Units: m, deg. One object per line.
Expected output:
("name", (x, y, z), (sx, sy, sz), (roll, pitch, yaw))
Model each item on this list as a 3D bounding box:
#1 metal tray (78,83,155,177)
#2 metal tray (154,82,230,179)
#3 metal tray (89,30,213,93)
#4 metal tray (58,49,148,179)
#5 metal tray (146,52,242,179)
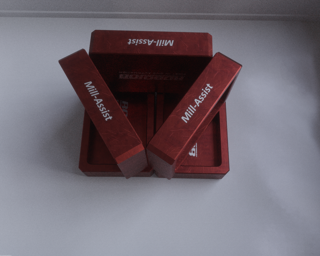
("metal tray", (-0.052, -0.003, 0.407), (0.091, 0.030, 0.130), (0, 69, 0))
("metal tray", (0.040, -0.001, 0.406), (0.091, 0.030, 0.130), (1, 69, 1))
("metal tray", (-0.009, -0.075, 0.368), (0.131, 0.090, 0.030), (2, 71, 1))
("metal tray", (-0.060, -0.012, 0.345), (0.030, 0.090, 0.130), (-30, 73, -10))
("metal tray", (0.037, -0.010, 0.344), (0.030, 0.090, 0.130), (34, 74, 11))
